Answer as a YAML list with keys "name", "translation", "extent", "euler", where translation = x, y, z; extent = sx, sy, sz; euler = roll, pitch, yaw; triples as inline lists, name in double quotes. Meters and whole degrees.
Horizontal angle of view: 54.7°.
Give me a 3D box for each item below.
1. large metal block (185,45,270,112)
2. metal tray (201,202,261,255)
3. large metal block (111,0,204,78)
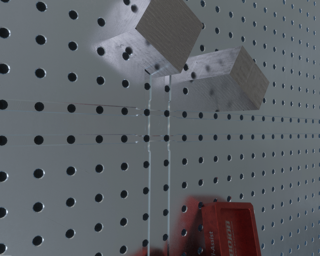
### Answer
- name: "large metal block"
  translation: [0.099, -0.068, 0.456]
  extent: [0.080, 0.080, 0.050]
  euler: [40, 66, -33]
- name: "metal tray"
  translation: [0.112, 0.180, 0.470]
  extent: [0.091, 0.030, 0.130]
  euler: [11, 64, -36]
- name: "large metal block"
  translation: [-0.001, -0.122, 0.392]
  extent: [0.080, 0.050, 0.080]
  euler: [38, 67, -34]
